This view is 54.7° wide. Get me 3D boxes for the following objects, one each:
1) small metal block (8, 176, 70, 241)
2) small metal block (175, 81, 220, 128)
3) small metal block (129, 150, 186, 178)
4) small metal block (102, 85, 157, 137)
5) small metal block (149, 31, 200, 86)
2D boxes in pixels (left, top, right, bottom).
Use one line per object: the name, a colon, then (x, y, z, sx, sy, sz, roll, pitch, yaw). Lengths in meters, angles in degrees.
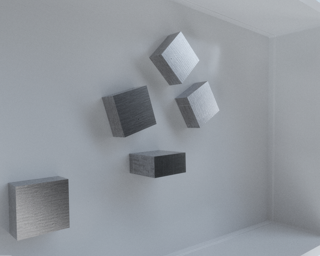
small metal block: (-0.120, 0.077, 0.308, 0.050, 0.025, 0.050, -2, 92, -40)
small metal block: (0.055, -0.034, 0.456, 0.050, 0.025, 0.050, -40, 114, -33)
small metal block: (-0.003, 0.044, 0.390, 0.050, 0.050, 0.025, -3, 92, -40)
small metal block: (-0.037, -0.021, 0.378, 0.050, 0.025, 0.050, -24, 105, -38)
small metal block: (0.021, -0.095, 0.426, 0.050, 0.025, 0.050, 51, 60, -28)
